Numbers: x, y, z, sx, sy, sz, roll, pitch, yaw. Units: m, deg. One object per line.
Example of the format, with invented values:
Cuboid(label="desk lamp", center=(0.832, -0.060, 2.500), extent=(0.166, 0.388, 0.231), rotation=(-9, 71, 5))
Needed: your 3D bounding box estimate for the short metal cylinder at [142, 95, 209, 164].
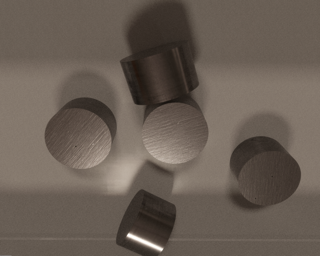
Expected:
Cuboid(label="short metal cylinder", center=(0.018, -0.001, 0.398), extent=(0.081, 0.050, 0.079), rotation=(0, 110, -1))

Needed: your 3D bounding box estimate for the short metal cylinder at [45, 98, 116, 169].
Cuboid(label="short metal cylinder", center=(-0.099, 0.005, 0.399), extent=(0.081, 0.050, 0.079), rotation=(0, 110, -1))

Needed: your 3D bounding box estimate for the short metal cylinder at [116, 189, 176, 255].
Cuboid(label="short metal cylinder", center=(-0.020, 0.133, 0.431), extent=(0.050, 0.080, 0.080), rotation=(28, 108, -10))

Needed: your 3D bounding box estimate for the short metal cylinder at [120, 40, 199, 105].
Cuboid(label="short metal cylinder", center=(0.000, -0.065, 0.358), extent=(0.080, 0.080, 0.050), rotation=(-15, 110, 5))

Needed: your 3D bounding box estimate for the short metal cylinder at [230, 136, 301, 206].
Cuboid(label="short metal cylinder", center=(0.141, 0.057, 0.421), extent=(0.081, 0.050, 0.079), rotation=(0, 110, -1))
